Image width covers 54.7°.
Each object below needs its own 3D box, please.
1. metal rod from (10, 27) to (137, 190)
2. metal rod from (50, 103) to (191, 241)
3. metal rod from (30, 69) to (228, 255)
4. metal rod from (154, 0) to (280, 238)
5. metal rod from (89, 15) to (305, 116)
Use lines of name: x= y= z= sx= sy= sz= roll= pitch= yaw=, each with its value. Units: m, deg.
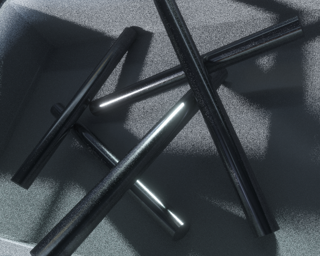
metal rod: x=-0.116 y=-0.044 z=0.465 sx=0.025 sy=0.025 sz=0.300 roll=11 pitch=59 yaw=32
metal rod: x=-0.073 y=0.039 z=0.417 sx=0.025 sy=0.025 sz=0.300 roll=-49 pitch=52 yaw=-6
metal rod: x=-0.004 y=0.014 z=0.321 sx=0.025 sy=0.025 sz=0.301 roll=14 pitch=44 yaw=33
metal rod: x=0.053 y=-0.033 z=0.343 sx=0.025 sy=0.025 sz=0.299 roll=-25 pitch=70 yaw=13
metal rod: x=0.024 y=-0.068 z=0.398 sx=0.300 sy=0.025 sz=0.025 roll=-17 pitch=54 yaw=31
